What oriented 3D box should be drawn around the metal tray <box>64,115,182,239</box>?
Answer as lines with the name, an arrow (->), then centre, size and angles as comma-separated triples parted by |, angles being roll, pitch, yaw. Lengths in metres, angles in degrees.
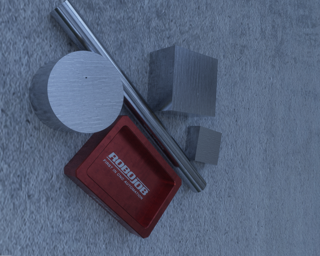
metal tray -> -0.038, 0.059, 0.373 | 0.130, 0.030, 0.090 | 52, 60, -28

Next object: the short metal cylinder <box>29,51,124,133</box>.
short metal cylinder -> -0.085, -0.035, 0.320 | 0.081, 0.050, 0.079 | 0, 90, -40

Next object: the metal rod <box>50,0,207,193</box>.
metal rod -> -0.023, -0.020, 0.388 | 0.025, 0.025, 0.300 | -53, 121, -27

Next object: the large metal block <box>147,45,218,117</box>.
large metal block -> 0.031, -0.058, 0.418 | 0.081, 0.050, 0.080 | 6, 87, -40

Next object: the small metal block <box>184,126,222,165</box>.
small metal block -> 0.064, 0.027, 0.463 | 0.050, 0.025, 0.050 | 17, 79, -39
